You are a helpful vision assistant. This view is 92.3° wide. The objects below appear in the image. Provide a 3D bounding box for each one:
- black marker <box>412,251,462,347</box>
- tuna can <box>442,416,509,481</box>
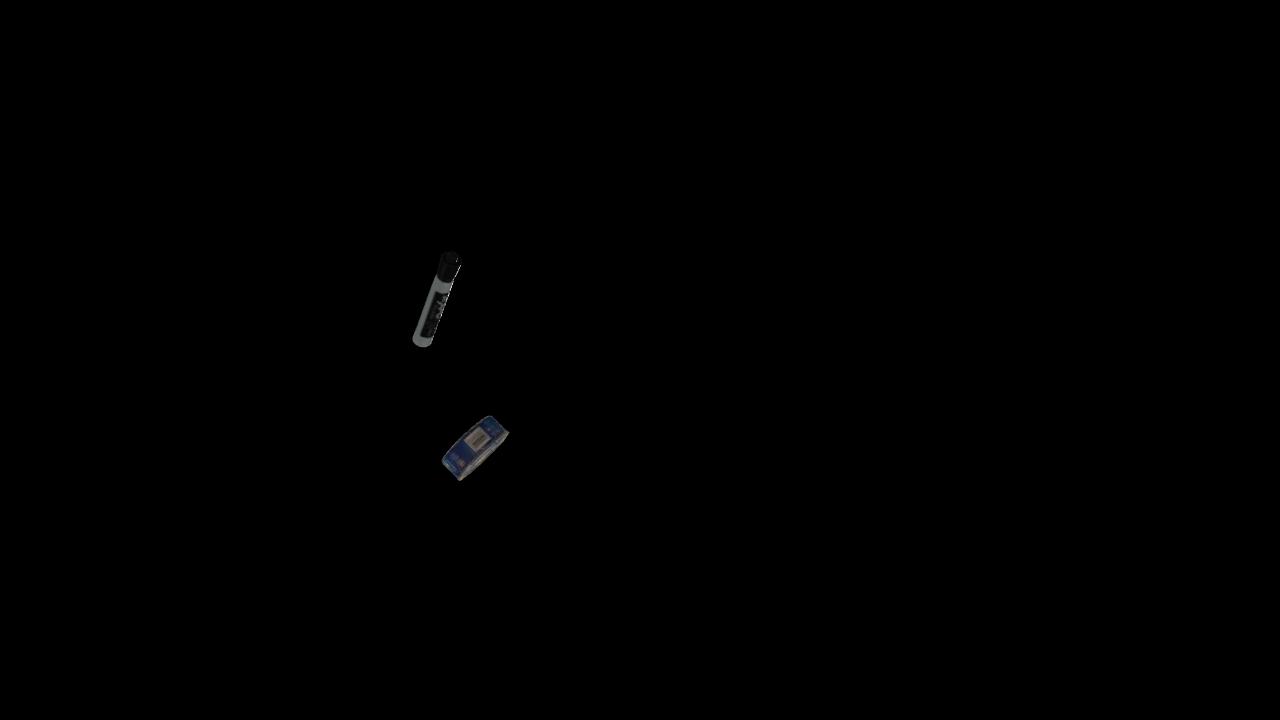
[{"bbox_3d":[-0.193,-0.056,0.582,0.020,0.020,0.121,0,-37,-36],"label":"black marker"},{"bbox_3d":[-0.204,0.108,0.763,0.034,0.084,0.084,44,1,1],"label":"tuna can"}]
